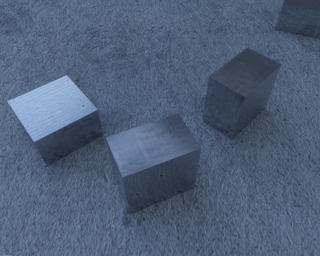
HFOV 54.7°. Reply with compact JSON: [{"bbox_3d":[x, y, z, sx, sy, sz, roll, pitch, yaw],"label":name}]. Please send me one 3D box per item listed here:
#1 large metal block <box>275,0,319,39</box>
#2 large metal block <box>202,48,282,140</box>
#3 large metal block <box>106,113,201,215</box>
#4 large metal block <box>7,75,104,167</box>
[{"bbox_3d":[0.265,-0.215,0.569,0.080,0.050,0.080,17,52,14],"label":"large metal block"},{"bbox_3d":[0.104,-0.044,0.405,0.050,0.080,0.080,37,59,26],"label":"large metal block"},{"bbox_3d":[-0.007,0.040,0.334,0.081,0.080,0.050,-19,53,-15],"label":"large metal block"},{"bbox_3d":[-0.131,-0.012,0.396,0.081,0.050,0.080,-31,57,-23],"label":"large metal block"}]
